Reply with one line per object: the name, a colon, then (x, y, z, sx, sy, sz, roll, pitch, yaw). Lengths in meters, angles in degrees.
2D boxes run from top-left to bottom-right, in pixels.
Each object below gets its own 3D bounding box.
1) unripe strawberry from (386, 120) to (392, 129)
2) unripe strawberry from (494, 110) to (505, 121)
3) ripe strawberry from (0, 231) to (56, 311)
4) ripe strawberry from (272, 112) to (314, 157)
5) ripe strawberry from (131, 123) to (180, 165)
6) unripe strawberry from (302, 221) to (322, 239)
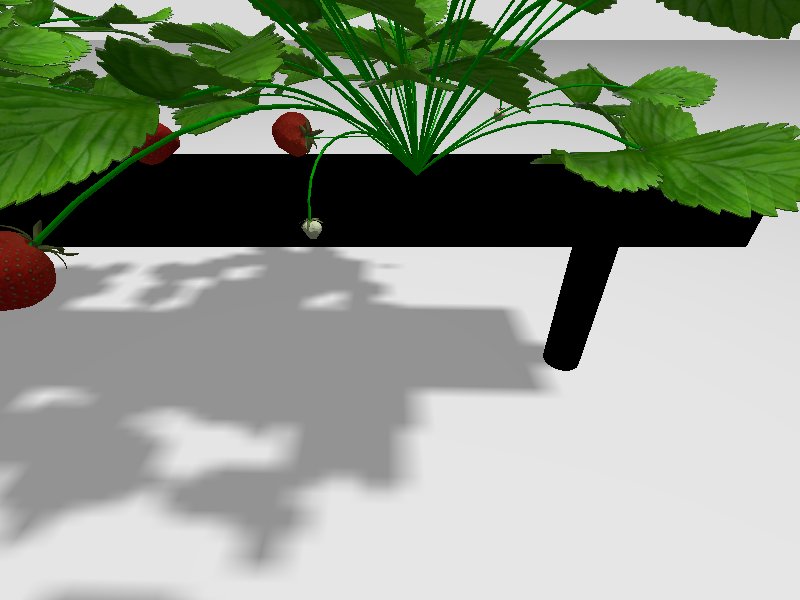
unripe strawberry: (-0.011, -0.213, 0.484, 0.011, 0.011, 0.010, -5, 35, -7)
unripe strawberry: (0.123, -0.228, 0.496, 0.014, 0.013, 0.013, 18, 38, 24)
ripe strawberry: (-0.177, -0.011, 0.178, 0.037, 0.037, 0.031, 29, -18, 35)
ripe strawberry: (-0.109, -0.164, 0.397, 0.042, 0.041, 0.039, 17, 38, 24)
ripe strawberry: (-0.229, -0.148, 0.372, 0.043, 0.042, 0.040, -6, 35, -10)
unripe strawberry: (-0.051, -0.040, 0.230, 0.011, 0.011, 0.010, 15, 37, 21)
